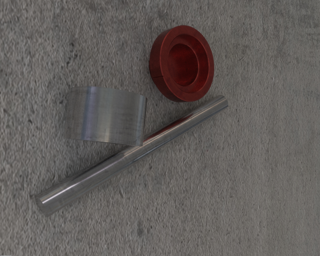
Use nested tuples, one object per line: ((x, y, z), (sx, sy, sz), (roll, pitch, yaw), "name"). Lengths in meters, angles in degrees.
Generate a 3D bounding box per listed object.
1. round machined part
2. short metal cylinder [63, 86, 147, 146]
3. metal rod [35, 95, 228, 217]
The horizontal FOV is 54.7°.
((0.024, -0.083, 0.414), (0.099, 0.042, 0.097), (0, 90, -40), "round machined part")
((-0.056, -0.010, 0.322), (0.081, 0.080, 0.050), (10, 84, -40), "short metal cylinder")
((-0.010, 0.019, 0.395), (0.302, 0.025, 0.025), (-29, 108, -36), "metal rod")
